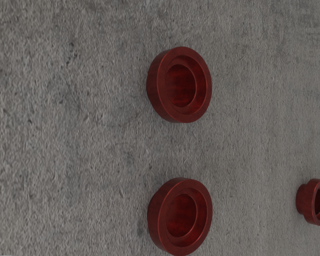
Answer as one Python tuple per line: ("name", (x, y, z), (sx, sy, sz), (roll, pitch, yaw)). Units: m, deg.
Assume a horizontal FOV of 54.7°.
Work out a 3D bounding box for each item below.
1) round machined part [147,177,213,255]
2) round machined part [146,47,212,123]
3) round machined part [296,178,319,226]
("round machined part", (0.022, 0.114, 0.412), (0.099, 0.042, 0.097), (0, 90, -40))
("round machined part", (0.021, -0.055, 0.411), (0.099, 0.042, 0.097), (0, 90, -40))
("round machined part", (0.330, 0.158, 0.670), (0.099, 0.042, 0.097), (0, 90, -40))
